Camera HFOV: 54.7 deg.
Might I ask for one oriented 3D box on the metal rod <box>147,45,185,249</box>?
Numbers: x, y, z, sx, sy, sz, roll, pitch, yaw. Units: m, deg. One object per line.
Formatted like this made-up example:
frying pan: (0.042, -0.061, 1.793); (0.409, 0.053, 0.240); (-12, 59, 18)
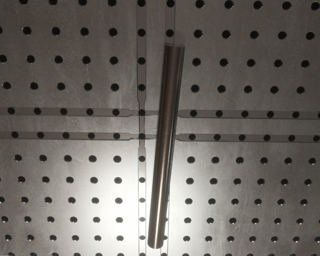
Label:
metal rod: (0.006, 0.039, 0.427); (0.025, 0.025, 0.298); (4, 110, -2)
